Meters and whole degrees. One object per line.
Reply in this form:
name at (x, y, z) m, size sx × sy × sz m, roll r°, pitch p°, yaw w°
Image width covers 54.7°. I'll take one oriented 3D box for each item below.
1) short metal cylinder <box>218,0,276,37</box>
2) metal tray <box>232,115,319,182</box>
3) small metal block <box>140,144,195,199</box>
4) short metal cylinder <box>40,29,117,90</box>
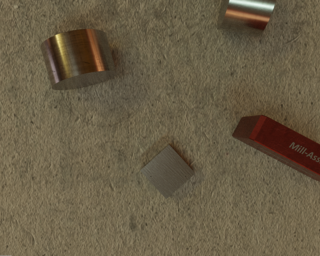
short metal cylinder at (0.107, -0.158, 0.383) m, size 0.050 × 0.080 × 0.080 m, roll 12°, pitch 90°, yaw 0°
metal tray at (0.162, 0.028, 0.378) m, size 0.130 × 0.090 × 0.030 m, roll 28°, pitch 90°, yaw 0°
small metal block at (0.010, 0.056, 0.410) m, size 0.050 × 0.025 × 0.050 m, roll -42°, pitch 90°, yaw 0°
short metal cylinder at (-0.099, -0.082, 0.382) m, size 0.080 × 0.080 × 0.050 m, roll -15°, pitch 90°, yaw 0°
